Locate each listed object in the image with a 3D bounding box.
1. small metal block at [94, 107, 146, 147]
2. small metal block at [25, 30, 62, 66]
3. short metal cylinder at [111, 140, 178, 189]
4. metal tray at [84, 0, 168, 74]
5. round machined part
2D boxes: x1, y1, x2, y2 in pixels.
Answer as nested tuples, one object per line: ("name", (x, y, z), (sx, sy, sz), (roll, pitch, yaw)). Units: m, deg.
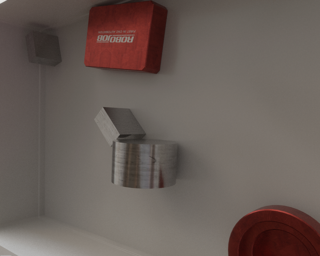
("small metal block", (-0.056, -0.002, 0.434), (0.025, 0.050, 0.050), (-50, 61, 28))
("small metal block", (-0.210, -0.143, 0.560), (0.025, 0.050, 0.050), (-19, 78, 38))
("short metal cylinder", (-0.019, 0.041, 0.385), (0.080, 0.081, 0.050), (4, 93, 39))
("metal tray", (-0.054, -0.128, 0.446), (0.130, 0.030, 0.089), (13, 98, 39))
("round machined part", (0.120, 0.123, 0.296), (0.098, 0.042, 0.097), (0, 90, 39))
